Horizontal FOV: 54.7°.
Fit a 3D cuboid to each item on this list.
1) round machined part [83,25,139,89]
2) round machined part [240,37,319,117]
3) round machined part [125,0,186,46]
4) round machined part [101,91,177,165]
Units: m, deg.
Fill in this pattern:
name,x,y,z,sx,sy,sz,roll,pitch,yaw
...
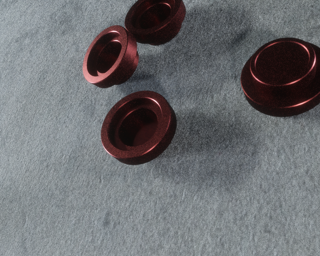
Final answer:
name,x,y,z,sx,sy,sz,roll,pitch,yaw
round machined part,-0.072,-0.106,0.484,0.098,0.042,0.098,-17,61,34
round machined part,0.142,-0.065,0.358,0.098,0.042,0.098,-13,56,20
round machined part,-0.004,-0.173,0.500,0.098,0.042,0.098,-13,56,20
round machined part,-0.023,0.003,0.402,0.098,0.042,0.098,-13,56,20
